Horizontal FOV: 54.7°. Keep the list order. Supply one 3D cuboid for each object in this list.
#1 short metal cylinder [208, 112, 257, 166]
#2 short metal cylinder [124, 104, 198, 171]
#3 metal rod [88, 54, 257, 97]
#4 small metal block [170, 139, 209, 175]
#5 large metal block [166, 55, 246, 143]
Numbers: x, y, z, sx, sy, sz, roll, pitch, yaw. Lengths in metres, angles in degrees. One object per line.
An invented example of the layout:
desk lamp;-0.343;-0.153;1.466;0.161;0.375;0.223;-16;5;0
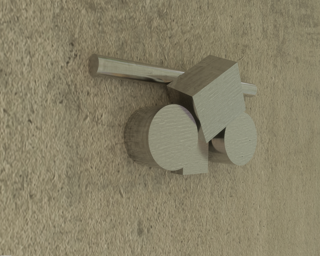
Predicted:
short metal cylinder;0.105;0.016;0.478;0.081;0.050;0.079;0;90;-40
short metal cylinder;0.002;0.011;0.391;0.081;0.050;0.079;0;90;-40
metal rod;0.042;-0.068;0.441;0.302;0.025;0.025;1;90;-40
small metal block;0.043;0.039;0.443;0.050;0.025;0.050;2;89;-40
large metal block;0.066;-0.040;0.422;0.080;0.050;0.080;-38;131;-19
